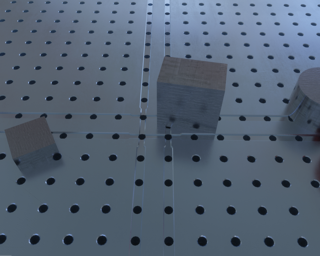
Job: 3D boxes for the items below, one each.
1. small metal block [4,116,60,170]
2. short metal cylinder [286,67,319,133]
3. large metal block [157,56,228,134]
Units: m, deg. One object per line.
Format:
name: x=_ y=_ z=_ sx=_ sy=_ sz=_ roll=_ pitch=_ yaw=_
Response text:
small metal block: x=-0.161 y=0.018 z=0.390 sx=0.050 sy=0.025 sz=0.050 roll=-22 pitch=54 yaw=-18
short metal cylinder: x=0.224 y=-0.039 z=0.427 sx=0.081 sy=0.050 sz=0.080 roll=0 pitch=50 yaw=0
large metal block: x=0.040 y=-0.042 z=0.408 sx=0.080 sy=0.080 sz=0.050 roll=9 pitch=51 yaw=7
